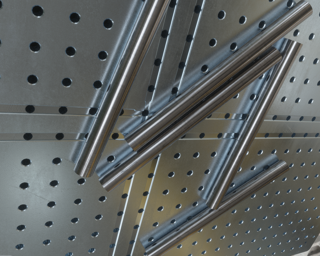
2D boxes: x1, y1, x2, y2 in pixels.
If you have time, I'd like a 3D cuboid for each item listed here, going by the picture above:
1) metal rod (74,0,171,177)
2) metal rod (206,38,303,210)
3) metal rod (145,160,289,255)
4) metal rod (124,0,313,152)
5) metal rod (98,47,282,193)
[{"bbox_3d":[-0.034,-0.072,0.349,0.025,0.025,0.298,14,111,-35],"label":"metal rod"},{"bbox_3d":[0.142,0.006,0.495,0.025,0.025,0.298,7,115,-32],"label":"metal rod"},{"bbox_3d":[0.108,0.146,0.563,0.301,0.025,0.025,-31,129,-9],"label":"metal rod"},{"bbox_3d":[0.079,-0.071,0.412,0.301,0.025,0.025,-38,130,-3],"label":"metal rod"},{"bbox_3d":[0.044,-0.014,0.428,0.301,0.025,0.025,-37,130,-4],"label":"metal rod"}]
